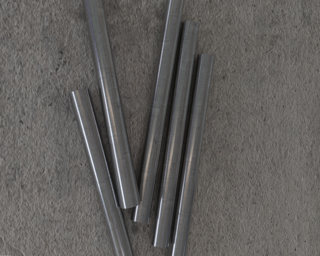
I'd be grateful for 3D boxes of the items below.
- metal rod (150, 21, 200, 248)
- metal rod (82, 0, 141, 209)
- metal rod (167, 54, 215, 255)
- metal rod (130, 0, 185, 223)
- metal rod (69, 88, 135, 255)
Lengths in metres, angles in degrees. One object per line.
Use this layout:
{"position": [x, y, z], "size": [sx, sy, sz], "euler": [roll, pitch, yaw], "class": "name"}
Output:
{"position": [0.020, 0.006, 0.416], "size": [0.025, 0.025, 0.298], "euler": [9, 87, -20], "class": "metal rod"}
{"position": [-0.063, -0.052, 0.377], "size": [0.025, 0.025, 0.298], "euler": [-11, 91, -20], "class": "metal rod"}
{"position": [0.041, 0.048, 0.424], "size": [0.025, 0.025, 0.298], "euler": [10, 87, -20], "class": "metal rod"}
{"position": [-0.002, -0.029, 0.407], "size": [0.025, 0.025, 0.298], "euler": [10, 87, -20], "class": "metal rod"}
{"position": [-0.061, 0.099, 0.386], "size": [0.025, 0.025, 0.298], "euler": [-16, 96, -19], "class": "metal rod"}
